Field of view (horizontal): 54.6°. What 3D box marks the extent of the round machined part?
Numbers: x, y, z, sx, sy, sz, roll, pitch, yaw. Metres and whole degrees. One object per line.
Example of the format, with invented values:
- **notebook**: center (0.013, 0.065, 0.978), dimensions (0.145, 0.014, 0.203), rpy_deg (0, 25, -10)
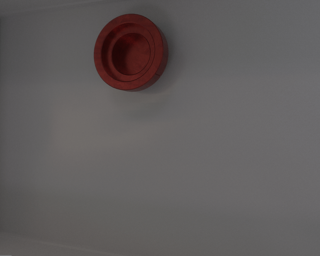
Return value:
- **round machined part**: center (-0.035, -0.097, 0.414), dimensions (0.098, 0.042, 0.097), rpy_deg (0, 90, 20)
